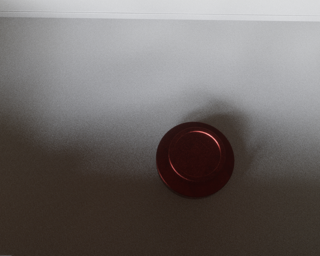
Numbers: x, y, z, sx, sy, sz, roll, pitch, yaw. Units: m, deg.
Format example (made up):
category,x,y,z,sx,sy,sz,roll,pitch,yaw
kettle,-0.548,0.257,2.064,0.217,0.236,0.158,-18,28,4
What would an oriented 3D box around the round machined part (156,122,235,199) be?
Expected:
category,x,y,z,sx,sy,sz,roll,pitch,yaw
round machined part,0.044,0.037,0.387,0.099,0.042,0.098,0,70,0
